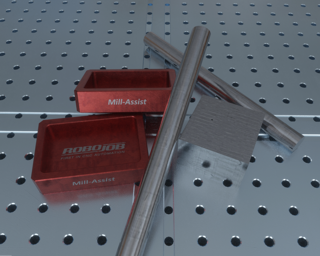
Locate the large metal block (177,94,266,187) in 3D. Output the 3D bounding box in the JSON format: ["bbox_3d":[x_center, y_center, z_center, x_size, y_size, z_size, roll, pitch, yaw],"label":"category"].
[{"bbox_3d":[0.074,0.013,0.381,0.080,0.050,0.080,20,53,15],"label":"large metal block"}]

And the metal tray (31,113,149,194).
[{"bbox_3d":[-0.082,0.027,0.380,0.131,0.030,0.090,-6,50,-6],"label":"metal tray"}]

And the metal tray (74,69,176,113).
[{"bbox_3d":[-0.042,-0.054,0.428,0.131,0.030,0.090,-1,28,-1],"label":"metal tray"}]

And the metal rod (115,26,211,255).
[{"bbox_3d":[0.009,0.008,0.346,0.025,0.025,0.300,14,68,11],"label":"metal rod"}]

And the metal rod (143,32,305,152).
[{"bbox_3d":[0.078,-0.068,0.465,0.025,0.025,0.300,-33,58,-25],"label":"metal rod"}]
